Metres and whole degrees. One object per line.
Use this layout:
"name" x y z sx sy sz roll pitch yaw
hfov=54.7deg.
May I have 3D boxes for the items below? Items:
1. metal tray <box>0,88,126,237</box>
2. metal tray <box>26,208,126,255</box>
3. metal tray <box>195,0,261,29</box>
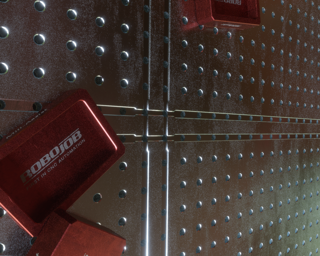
"metal tray" -0.107 0.031 0.317 0.131 0.030 0.090 -45 117 -31
"metal tray" -0.098 0.155 0.304 0.090 0.030 0.130 46 67 -47
"metal tray" 0.111 -0.212 0.500 0.131 0.030 0.089 -11 97 -40
